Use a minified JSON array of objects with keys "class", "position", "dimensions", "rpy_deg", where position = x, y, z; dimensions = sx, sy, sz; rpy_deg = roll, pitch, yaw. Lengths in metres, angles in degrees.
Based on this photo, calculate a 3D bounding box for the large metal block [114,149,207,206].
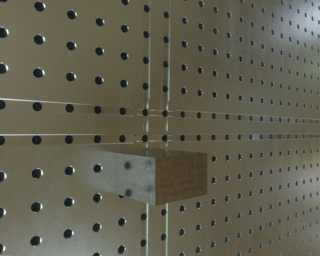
[{"class":"large metal block","position":[0.000,0.055,0.375],"dimensions":[0.081,0.080,0.050],"rpy_deg":[-1,91,-40]}]
